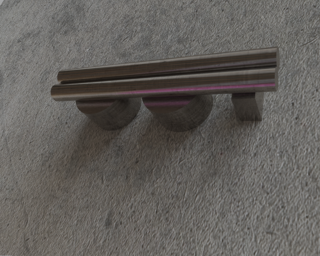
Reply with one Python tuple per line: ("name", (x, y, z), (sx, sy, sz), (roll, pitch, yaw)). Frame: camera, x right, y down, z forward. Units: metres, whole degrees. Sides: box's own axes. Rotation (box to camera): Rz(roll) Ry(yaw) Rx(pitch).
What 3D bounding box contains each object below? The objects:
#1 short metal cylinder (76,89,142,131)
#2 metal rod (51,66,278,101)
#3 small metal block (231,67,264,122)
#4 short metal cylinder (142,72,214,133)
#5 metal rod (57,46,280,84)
("short metal cylinder", (-0.074, -0.042, 0.453), (0.080, 0.050, 0.080), (-13, 56, 21))
("metal rod", (-0.016, -0.050, 0.379), (0.300, 0.025, 0.025), (0, 62, 28))
("small metal block", (0.104, -0.041, 0.361), (0.025, 0.050, 0.050), (-1, 61, 27))
("short metal cylinder", (0.023, -0.041, 0.402), (0.080, 0.050, 0.080), (-13, 56, 21))
("metal rod", (-0.011, -0.073, 0.390), (0.300, 0.025, 0.025), (0, 62, 28))
